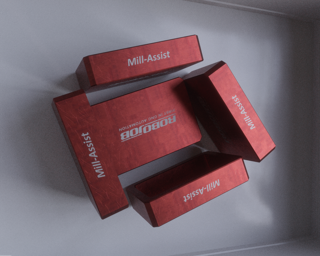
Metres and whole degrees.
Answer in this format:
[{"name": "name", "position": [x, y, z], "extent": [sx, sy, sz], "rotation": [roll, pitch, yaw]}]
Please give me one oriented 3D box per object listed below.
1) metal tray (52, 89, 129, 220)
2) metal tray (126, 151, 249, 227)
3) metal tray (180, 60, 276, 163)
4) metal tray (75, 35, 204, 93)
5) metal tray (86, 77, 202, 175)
[{"name": "metal tray", "position": [-0.081, 0.027, 0.344], "extent": [0.030, 0.090, 0.129], "rotation": [-23, 98, -19]}, {"name": "metal tray", "position": [0.031, 0.069, 0.387], "extent": [0.131, 0.090, 0.030], "rotation": [-22, 98, -19]}, {"name": "metal tray", "position": [0.083, -0.019, 0.407], "extent": [0.030, 0.090, 0.130], "rotation": [-38, 103, -15]}, {"name": "metal tray", "position": [-0.027, -0.073, 0.364], "extent": [0.131, 0.090, 0.030], "rotation": [-17, 96, -20]}, {"name": "metal tray", "position": [-0.019, -0.004, 0.399], "extent": [0.131, 0.030, 0.090], "rotation": [-21, 97, -19]}]
